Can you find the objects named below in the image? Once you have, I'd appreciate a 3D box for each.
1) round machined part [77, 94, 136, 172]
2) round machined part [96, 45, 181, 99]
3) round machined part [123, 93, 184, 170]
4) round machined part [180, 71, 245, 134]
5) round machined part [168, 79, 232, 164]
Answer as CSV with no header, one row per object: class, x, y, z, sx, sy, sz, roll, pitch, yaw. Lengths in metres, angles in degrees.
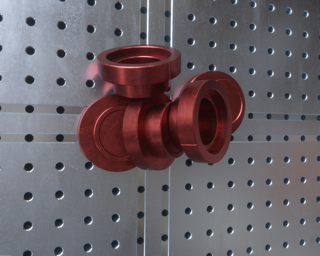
round machined part,-0.051,0.006,0.386,0.099,0.042,0.097,0,90,-21
round machined part,-0.024,-0.067,0.371,0.099,0.098,0.042,-13,120,-20
round machined part,0.002,0.003,0.380,0.099,0.042,0.097,8,80,-57
round machined part,0.079,-0.032,0.434,0.099,0.042,0.097,0,90,-21
round machined part,0.046,-0.007,0.371,0.099,0.042,0.097,2,87,-53
